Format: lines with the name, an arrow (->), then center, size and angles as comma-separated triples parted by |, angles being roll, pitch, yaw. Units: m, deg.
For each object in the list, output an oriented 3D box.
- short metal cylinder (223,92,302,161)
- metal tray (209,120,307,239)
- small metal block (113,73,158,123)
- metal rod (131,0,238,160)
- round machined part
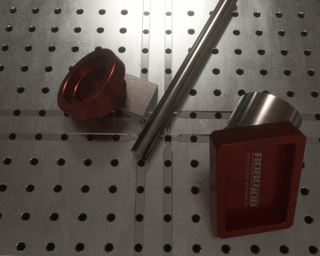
short metal cylinder -> 0.126, 0.000, 0.384 | 0.080, 0.080, 0.050 | 29, 73, 9
metal tray -> 0.103, 0.060, 0.342 | 0.091, 0.129, 0.030 | -8, 29, -3
small metal block -> -0.036, -0.042, 0.427 | 0.050, 0.025, 0.050 | 21, 71, 7
metal rod -> 0.044, -0.089, 0.444 | 0.025, 0.025, 0.300 | 27, 72, 9
round machined part -> -0.083, -0.052, 0.404 | 0.098, 0.042, 0.098 | -21, 49, 26
